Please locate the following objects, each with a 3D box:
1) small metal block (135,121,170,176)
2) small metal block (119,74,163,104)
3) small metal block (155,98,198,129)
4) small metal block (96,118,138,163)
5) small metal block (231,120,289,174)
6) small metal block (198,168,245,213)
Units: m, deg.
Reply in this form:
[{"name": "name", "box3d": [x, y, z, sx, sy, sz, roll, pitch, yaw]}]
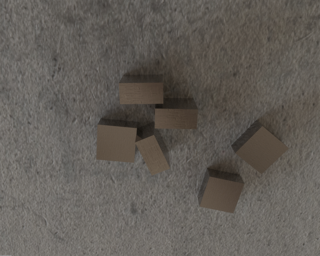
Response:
[{"name": "small metal block", "box3d": [-0.009, 0.026, 0.406, 0.025, 0.050, 0.050, -23, 109, 7]}, {"name": "small metal block", "box3d": [-0.022, -0.048, 0.378, 0.050, 0.050, 0.025, -1, 110, 0]}, {"name": "small metal block", "box3d": [0.019, -0.019, 0.390, 0.050, 0.050, 0.025, 1, 110, -1]}, {"name": "small metal block", "box3d": [-0.057, 0.017, 0.415, 0.050, 0.025, 0.050, 5, 110, -3]}, {"name": "small metal block", "box3d": [0.135, 0.026, 0.421, 0.050, 0.025, 0.050, 38, 105, -13]}, {"name": "small metal block", "box3d": [0.086, 0.090, 0.444, 0.050, 0.025, 0.050, 12, 110, -5]}]
